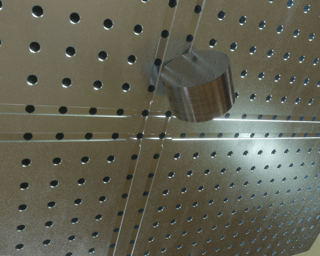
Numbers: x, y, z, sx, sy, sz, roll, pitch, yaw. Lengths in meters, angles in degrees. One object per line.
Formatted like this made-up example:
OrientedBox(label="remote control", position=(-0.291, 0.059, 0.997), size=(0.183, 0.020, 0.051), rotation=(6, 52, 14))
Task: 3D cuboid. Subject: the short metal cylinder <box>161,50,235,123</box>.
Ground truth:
OrientedBox(label="short metal cylinder", position=(0.046, -0.051, 0.371), size=(0.080, 0.080, 0.050), rotation=(-28, 128, -11))
